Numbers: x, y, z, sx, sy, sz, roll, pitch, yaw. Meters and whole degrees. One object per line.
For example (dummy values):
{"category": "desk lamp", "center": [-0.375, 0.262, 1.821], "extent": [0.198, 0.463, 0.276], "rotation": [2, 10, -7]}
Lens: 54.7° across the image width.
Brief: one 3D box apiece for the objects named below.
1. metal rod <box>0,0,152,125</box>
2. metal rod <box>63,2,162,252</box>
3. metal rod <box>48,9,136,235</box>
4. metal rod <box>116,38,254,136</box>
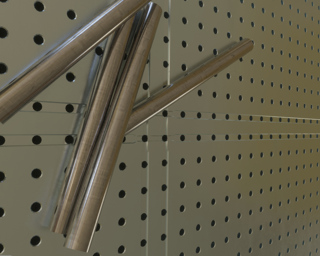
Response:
{"category": "metal rod", "center": [-0.058, -0.115, 0.337], "extent": [0.301, 0.025, 0.025], "rotation": [-47, 119, -21]}
{"category": "metal rod", "center": [-0.045, -0.019, 0.350], "extent": [0.025, 0.025, 0.299], "rotation": [31, 64, -36]}
{"category": "metal rod", "center": [-0.068, -0.034, 0.353], "extent": [0.025, 0.025, 0.299], "rotation": [24, 75, -38]}
{"category": "metal rod", "center": [0.050, -0.071, 0.453], "extent": [0.302, 0.025, 0.025], "rotation": [-36, 112, -34]}
